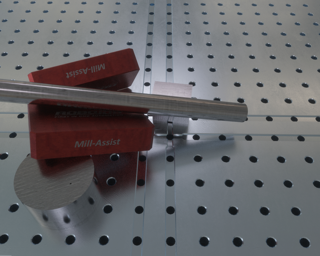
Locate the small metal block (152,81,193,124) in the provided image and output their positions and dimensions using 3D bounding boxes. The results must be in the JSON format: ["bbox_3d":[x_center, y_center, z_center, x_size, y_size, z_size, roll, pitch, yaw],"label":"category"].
[{"bbox_3d":[0.016,-0.034,0.420,0.050,0.050,0.025,6,50,5],"label":"small metal block"}]

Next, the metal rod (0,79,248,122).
[{"bbox_3d":[-0.038,-0.031,0.368,0.302,0.025,0.025,4,49,-13],"label":"metal rod"}]

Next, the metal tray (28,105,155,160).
[{"bbox_3d":[-0.083,-0.003,0.363,0.131,0.030,0.090,-3,26,-24],"label":"metal tray"}]

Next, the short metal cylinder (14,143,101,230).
[{"bbox_3d":[-0.108,0.063,0.338,0.081,0.050,0.080,0,50,0],"label":"short metal cylinder"}]

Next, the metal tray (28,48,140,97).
[{"bbox_3d":[-0.099,-0.064,0.417,0.131,0.090,0.030,-18,87,-15],"label":"metal tray"}]
